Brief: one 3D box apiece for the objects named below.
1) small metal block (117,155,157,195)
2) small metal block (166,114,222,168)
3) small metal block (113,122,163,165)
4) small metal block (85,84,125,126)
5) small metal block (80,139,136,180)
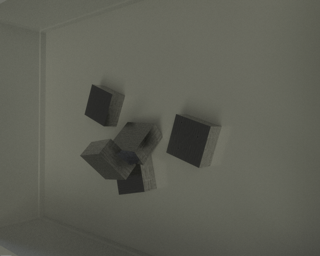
[{"bbox_3d":[-0.035,0.065,0.434,0.050,0.025,0.050,-16,80,38],"label":"small metal block"},{"bbox_3d":[0.040,0.014,0.372,0.050,0.025,0.050,23,104,37],"label":"small metal block"},{"bbox_3d":[-0.033,0.019,0.414,0.050,0.050,0.025,4,137,39],"label":"small metal block"},{"bbox_3d":[-0.085,-0.035,0.475,0.050,0.025,0.050,28,107,36],"label":"small metal block"},{"bbox_3d":[-0.068,0.042,0.405,0.050,0.025,0.050,-10,128,49],"label":"small metal block"}]
